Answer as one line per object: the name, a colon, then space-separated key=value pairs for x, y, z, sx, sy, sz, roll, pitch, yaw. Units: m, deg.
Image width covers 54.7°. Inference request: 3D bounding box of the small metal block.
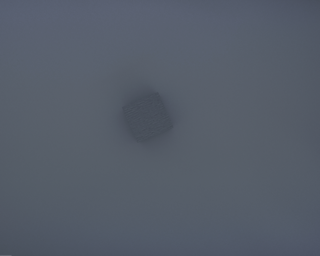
small metal block: x=-0.016 y=-0.014 z=0.408 sx=0.050 sy=0.025 sz=0.050 roll=-23 pitch=90 yaw=-1
